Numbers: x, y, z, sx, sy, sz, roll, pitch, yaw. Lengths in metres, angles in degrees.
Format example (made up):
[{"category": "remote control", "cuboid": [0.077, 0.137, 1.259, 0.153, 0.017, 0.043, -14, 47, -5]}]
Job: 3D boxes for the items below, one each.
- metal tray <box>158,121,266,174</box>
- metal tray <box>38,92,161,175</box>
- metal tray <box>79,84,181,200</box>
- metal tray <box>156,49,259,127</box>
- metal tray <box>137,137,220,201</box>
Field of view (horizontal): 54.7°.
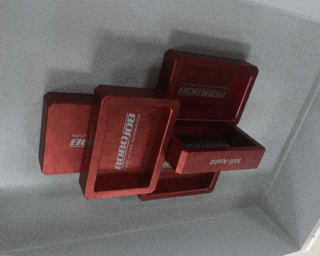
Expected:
[{"category": "metal tray", "cuboid": [0.061, 0.019, 0.411, 0.131, 0.090, 0.030, 1, 118, -29]}, {"category": "metal tray", "cuboid": [-0.070, 0.007, 0.368, 0.131, 0.030, 0.089, 0, 118, -29]}, {"category": "metal tray", "cuboid": [-0.037, 0.019, 0.356, 0.091, 0.030, 0.129, 1, 118, -29]}, {"category": "metal tray", "cuboid": [0.059, -0.048, 0.408, 0.131, 0.030, 0.089, 1, 118, -29]}, {"category": "metal tray", "cuboid": [0.032, 0.058, 0.458, 0.131, 0.030, 0.089, 0, 118, -29]}]
